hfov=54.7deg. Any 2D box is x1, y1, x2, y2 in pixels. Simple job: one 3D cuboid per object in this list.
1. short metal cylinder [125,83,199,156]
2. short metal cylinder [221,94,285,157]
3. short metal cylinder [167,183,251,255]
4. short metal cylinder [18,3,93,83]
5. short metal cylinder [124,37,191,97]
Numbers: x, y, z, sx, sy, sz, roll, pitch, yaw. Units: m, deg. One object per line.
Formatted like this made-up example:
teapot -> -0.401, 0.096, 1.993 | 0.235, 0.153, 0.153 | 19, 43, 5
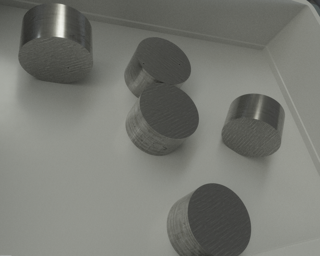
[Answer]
short metal cylinder -> 0.002, -0.011, 0.397 | 0.081, 0.050, 0.080 | 14, 56, -21
short metal cylinder -> 0.134, -0.003, 0.444 | 0.080, 0.080, 0.050 | 32, 52, -8
short metal cylinder -> 0.055, 0.109, 0.352 | 0.081, 0.050, 0.080 | 14, 56, -21
short metal cylinder -> -0.121, -0.097, 0.365 | 0.081, 0.080, 0.050 | 6, 59, -25
short metal cylinder -> -0.004, -0.080, 0.436 | 0.081, 0.050, 0.080 | 14, 56, -21
